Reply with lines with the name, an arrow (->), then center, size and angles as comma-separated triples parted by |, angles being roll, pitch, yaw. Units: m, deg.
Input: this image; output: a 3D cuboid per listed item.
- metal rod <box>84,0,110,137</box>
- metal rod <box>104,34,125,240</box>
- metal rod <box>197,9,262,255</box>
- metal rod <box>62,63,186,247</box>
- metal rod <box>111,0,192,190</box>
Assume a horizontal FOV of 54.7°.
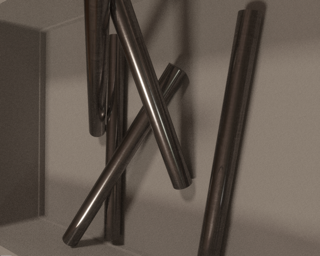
metal rod -> -0.074, -0.076, 0.366 | 0.025, 0.025, 0.298 | 57, 155, 24
metal rod -> -0.067, 0.014, 0.459 | 0.025, 0.025, 0.298 | 3, 92, 39
metal rod -> 0.074, 0.025, 0.344 | 0.025, 0.025, 0.298 | 14, 99, 39
metal rod -> -0.056, 0.046, 0.425 | 0.025, 0.025, 0.299 | 42, 107, 31
metal rod -> -0.020, -0.064, 0.339 | 0.025, 0.025, 0.298 | -4, 113, 39
